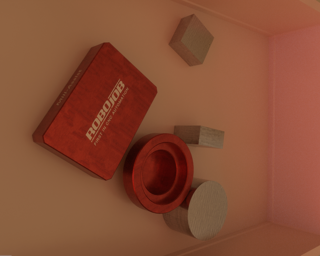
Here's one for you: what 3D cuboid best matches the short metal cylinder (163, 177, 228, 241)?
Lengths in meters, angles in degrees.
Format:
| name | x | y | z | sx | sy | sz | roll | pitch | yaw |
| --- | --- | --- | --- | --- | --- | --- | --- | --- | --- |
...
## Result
| name | x | y | z | sx | sy | sz | roll | pitch | yaw |
| --- | --- | --- | --- | --- | --- | --- | --- | --- | --- |
| short metal cylinder | 0.050 | 0.110 | 0.435 | 0.081 | 0.050 | 0.079 | 0 | 90 | -40 |

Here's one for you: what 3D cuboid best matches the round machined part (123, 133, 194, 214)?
| name | x | y | z | sx | sy | sz | roll | pitch | yaw |
| --- | --- | --- | --- | --- | --- | --- | --- | --- | --- |
| round machined part | -0.006 | 0.055 | 0.393 | 0.099 | 0.042 | 0.097 | 0 | 90 | -40 |

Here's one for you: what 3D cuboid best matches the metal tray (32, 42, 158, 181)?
| name | x | y | z | sx | sy | sz | roll | pitch | yaw |
| --- | --- | --- | --- | --- | --- | --- | --- | --- | --- |
| metal tray | -0.066 | -0.018 | 0.349 | 0.090 | 0.030 | 0.130 | 41 | 65 | -33 |

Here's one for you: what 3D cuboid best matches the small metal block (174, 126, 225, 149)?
| name | x | y | z | sx | sy | sz | roll | pitch | yaw |
| --- | --- | --- | --- | --- | --- | --- | --- | --- | --- |
| small metal block | 0.054 | 0.013 | 0.438 | 0.050 | 0.050 | 0.025 | 12 | 83 | -40 |

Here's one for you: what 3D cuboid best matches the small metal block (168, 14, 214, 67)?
| name | x | y | z | sx | sy | sz | roll | pitch | yaw |
| --- | --- | --- | --- | --- | --- | --- | --- | --- | --- |
| small metal block | 0.046 | -0.126 | 0.447 | 0.050 | 0.025 | 0.050 | 38 | 67 | -34 |
